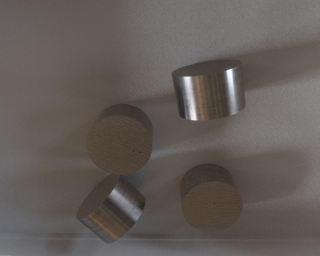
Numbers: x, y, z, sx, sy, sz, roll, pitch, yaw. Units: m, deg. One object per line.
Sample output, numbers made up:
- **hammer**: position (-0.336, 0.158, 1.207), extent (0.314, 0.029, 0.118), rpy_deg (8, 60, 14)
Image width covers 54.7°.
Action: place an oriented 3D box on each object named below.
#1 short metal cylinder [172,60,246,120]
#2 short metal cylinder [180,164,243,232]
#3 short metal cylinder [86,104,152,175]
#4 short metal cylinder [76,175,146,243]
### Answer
- **short metal cylinder**: position (0.057, -0.047, 0.365), extent (0.080, 0.080, 0.050), rpy_deg (-10, 110, 3)
- **short metal cylinder**: position (0.069, 0.097, 0.434), extent (0.081, 0.050, 0.079), rpy_deg (0, 110, 0)
- **short metal cylinder**: position (-0.050, 0.014, 0.402), extent (0.081, 0.050, 0.079), rpy_deg (0, 110, 0)
- **short metal cylinder**: position (-0.066, 0.107, 0.421), extent (0.080, 0.080, 0.050), rpy_deg (-40, 106, 13)
